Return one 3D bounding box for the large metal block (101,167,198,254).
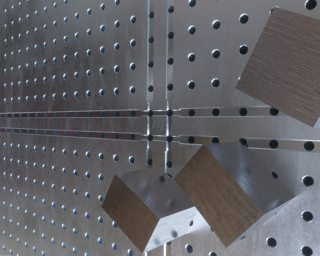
[{"bbox_3d":[-0.010,0.096,0.383,0.080,0.081,0.050,37,113,34],"label":"large metal block"}]

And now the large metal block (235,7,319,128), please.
[{"bbox_3d":[0.131,-0.054,0.286,0.080,0.050,0.080,36,112,34],"label":"large metal block"}]

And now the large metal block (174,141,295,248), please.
[{"bbox_3d":[0.075,0.060,0.312,0.080,0.081,0.050,51,120,28],"label":"large metal block"}]
